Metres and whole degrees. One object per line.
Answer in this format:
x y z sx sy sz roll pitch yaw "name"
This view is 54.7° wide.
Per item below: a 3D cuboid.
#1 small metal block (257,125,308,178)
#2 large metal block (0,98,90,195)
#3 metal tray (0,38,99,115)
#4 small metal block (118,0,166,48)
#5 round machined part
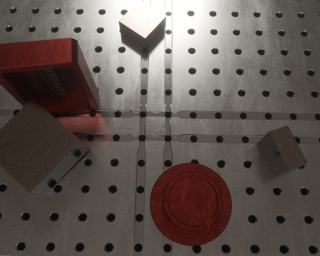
0.151 0.031 0.389 0.025 0.050 0.050 -18 71 -7 "small metal block"
-0.149 0.025 0.382 0.080 0.050 0.080 40 79 9 "large metal block"
-0.130 -0.054 0.374 0.091 0.130 0.030 -6 71 -3 "metal tray"
-0.026 -0.158 0.469 0.050 0.025 0.050 36 74 12 "small metal block"
0.037 0.089 0.371 0.099 0.042 0.098 0 70 -1 "round machined part"
